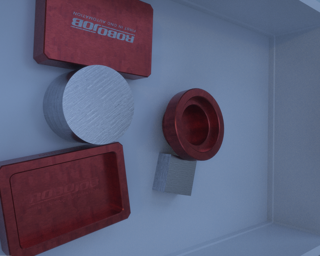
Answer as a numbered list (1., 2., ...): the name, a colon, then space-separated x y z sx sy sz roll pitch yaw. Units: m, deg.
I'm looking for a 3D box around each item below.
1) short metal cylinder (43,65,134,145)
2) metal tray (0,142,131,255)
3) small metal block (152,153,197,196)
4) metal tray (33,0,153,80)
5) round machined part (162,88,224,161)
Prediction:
1. short metal cylinder: -0.075 -0.023 0.329 0.081 0.050 0.079 0 90 -40
2. metal tray: -0.097 0.068 0.323 0.131 0.030 0.089 -11 97 -40
3. small metal block: 0.021 0.064 0.426 0.050 0.025 0.050 17 79 -39
4. metal tray: -0.068 -0.108 0.347 0.131 0.030 0.089 3 88 -40
5. round machined part: 0.042 -0.003 0.428 0.099 0.042 0.097 7 79 -41
